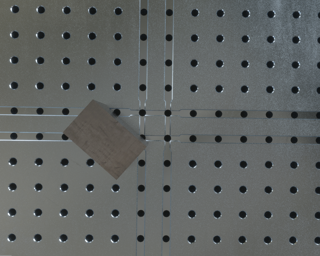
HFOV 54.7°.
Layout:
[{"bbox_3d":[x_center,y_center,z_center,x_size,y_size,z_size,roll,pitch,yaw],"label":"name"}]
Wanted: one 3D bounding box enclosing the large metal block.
[{"bbox_3d":[-0.062,0.013,0.385,0.080,0.080,0.050,42,90,-1],"label":"large metal block"}]
